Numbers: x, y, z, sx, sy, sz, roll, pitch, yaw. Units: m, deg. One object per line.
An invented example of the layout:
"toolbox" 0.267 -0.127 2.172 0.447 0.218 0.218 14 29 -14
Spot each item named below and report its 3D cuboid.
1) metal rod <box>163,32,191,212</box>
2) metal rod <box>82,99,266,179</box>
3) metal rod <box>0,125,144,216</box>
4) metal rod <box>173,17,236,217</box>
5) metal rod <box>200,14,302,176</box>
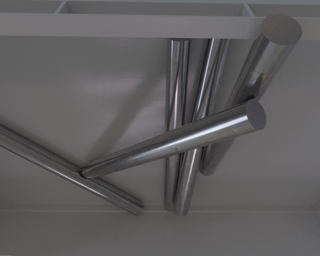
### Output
"metal rod" 0.019 0.017 0.423 0.025 0.025 0.298 0 130 0
"metal rod" -0.016 0.027 0.352 0.025 0.025 0.299 34 147 -25
"metal rod" -0.146 0.059 0.457 0.301 0.025 0.025 35 122 -27
"metal rod" 0.049 0.010 0.403 0.025 0.025 0.298 5 126 -4
"metal rod" 0.072 0.000 0.326 0.025 0.025 0.299 1 156 -1
